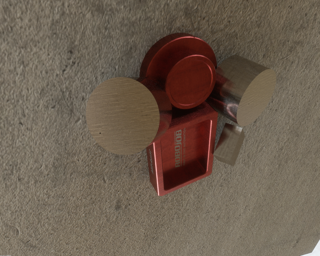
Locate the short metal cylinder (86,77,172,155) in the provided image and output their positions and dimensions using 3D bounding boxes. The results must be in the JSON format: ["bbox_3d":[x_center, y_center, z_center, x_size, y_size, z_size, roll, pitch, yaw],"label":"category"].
[{"bbox_3d":[-0.032,-0.015,0.337,0.080,0.080,0.050,-61,170,15],"label":"short metal cylinder"}]

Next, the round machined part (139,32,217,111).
[{"bbox_3d":[0.028,-0.062,0.375,0.099,0.042,0.097,-14,124,-21],"label":"round machined part"}]

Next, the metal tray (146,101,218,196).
[{"bbox_3d":[0.029,0.030,0.425,0.091,0.030,0.129,-20,136,-17],"label":"metal tray"}]

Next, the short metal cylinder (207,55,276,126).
[{"bbox_3d":[0.106,-0.049,0.406,0.081,0.050,0.079,-29,138,-30],"label":"short metal cylinder"}]

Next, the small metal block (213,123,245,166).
[{"bbox_3d":[0.103,0.025,0.458,0.050,0.025,0.050,-67,157,-8],"label":"small metal block"}]
